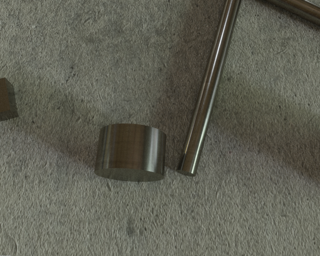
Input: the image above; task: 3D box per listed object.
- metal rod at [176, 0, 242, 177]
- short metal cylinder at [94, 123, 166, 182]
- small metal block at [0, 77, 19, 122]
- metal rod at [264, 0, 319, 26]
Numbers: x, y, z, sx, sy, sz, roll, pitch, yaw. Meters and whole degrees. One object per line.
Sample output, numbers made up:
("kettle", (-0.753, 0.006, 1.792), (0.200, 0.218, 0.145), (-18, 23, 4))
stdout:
("metal rod", (0.075, -0.078, 0.437), (0.025, 0.025, 0.299), (16, 71, 5))
("short metal cylinder", (-0.034, 0.032, 0.367), (0.080, 0.080, 0.050), (3, 70, 1))
("small metal block", (-0.226, -0.035, 0.419), (0.050, 0.025, 0.050), (-16, 71, -6))
("metal rod", (0.185, -0.205, 0.484), (0.301, 0.025, 0.025), (31, 73, 10))
